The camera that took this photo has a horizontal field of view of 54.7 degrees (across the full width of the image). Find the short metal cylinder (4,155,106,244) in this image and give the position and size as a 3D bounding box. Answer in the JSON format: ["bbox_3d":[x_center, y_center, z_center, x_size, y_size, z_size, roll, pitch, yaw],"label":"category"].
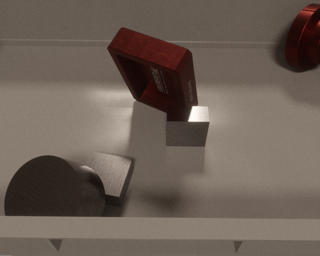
[{"bbox_3d":[-0.102,0.071,0.307,0.080,0.050,0.080,-4,73,15],"label":"short metal cylinder"}]

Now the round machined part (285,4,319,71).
[{"bbox_3d":[0.238,-0.134,0.469,0.099,0.097,0.042,-31,41,-24],"label":"round machined part"}]

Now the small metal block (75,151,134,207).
[{"bbox_3d":[-0.062,0.058,0.356,0.050,0.025,0.050,10,51,7],"label":"small metal block"}]

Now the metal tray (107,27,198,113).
[{"bbox_3d":[-0.003,-0.061,0.387,0.090,0.130,0.030,24,74,18],"label":"metal tray"}]

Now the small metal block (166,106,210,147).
[{"bbox_3d":[0.033,-0.001,0.390,0.050,0.050,0.025,1,50,0],"label":"small metal block"}]
